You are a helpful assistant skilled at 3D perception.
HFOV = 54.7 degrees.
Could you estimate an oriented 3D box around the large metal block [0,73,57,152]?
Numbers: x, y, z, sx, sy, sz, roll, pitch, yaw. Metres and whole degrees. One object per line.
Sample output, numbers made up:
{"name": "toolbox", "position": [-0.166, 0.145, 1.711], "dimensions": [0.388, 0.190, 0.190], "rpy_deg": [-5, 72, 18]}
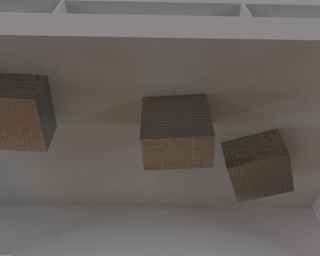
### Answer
{"name": "large metal block", "position": [-0.177, -0.018, 0.374], "dimensions": [0.081, 0.050, 0.079], "rpy_deg": [3, 130, -3]}

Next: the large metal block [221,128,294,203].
{"name": "large metal block", "position": [0.139, 0.055, 0.442], "dimensions": [0.080, 0.050, 0.080], "rpy_deg": [-15, 129, 12]}

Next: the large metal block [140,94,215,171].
{"name": "large metal block", "position": [0.020, 0.003, 0.376], "dimensions": [0.080, 0.080, 0.050], "rpy_deg": [-3, 130, 2]}
